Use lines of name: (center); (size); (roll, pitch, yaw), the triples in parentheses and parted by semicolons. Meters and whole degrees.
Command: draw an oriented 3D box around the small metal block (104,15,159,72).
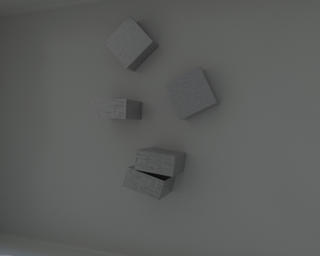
small metal block: (-0.038, -0.114, 0.423); (0.050, 0.025, 0.050); (-43, 77, 14)

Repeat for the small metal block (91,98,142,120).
small metal block: (-0.057, -0.025, 0.416); (0.050, 0.050, 0.025); (3, 91, 19)

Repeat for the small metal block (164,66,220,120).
small metal block: (0.041, -0.043, 0.395); (0.050, 0.025, 0.050); (-26, 82, 17)

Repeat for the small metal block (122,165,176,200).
small metal block: (-0.012, 0.068, 0.401); (0.050, 0.050, 0.025); (18, 96, 19)

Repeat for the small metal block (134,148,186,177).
small metal block: (0.002, 0.042, 0.396); (0.050, 0.050, 0.025); (8, 93, 19)
